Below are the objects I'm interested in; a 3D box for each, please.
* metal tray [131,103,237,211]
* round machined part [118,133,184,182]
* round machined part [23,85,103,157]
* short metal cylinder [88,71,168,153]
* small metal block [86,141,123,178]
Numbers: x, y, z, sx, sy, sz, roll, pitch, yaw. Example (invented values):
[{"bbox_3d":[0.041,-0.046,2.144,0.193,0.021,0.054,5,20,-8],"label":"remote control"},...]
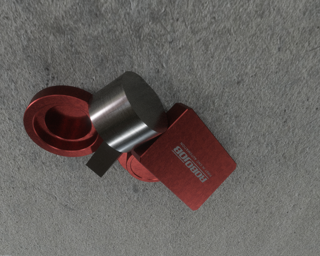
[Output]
[{"bbox_3d":[0.036,0.041,0.412,0.090,0.030,0.130,-46,122,-5],"label":"metal tray"},{"bbox_3d":[-0.011,0.038,0.430,0.099,0.042,0.097,-1,130,0],"label":"round machined part"},{"bbox_3d":[-0.112,-0.012,0.385,0.099,0.042,0.097,-1,130,0],"label":"round machined part"},{"bbox_3d":[-0.035,-0.018,0.358,0.050,0.080,0.080,-31,124,23],"label":"short metal cylinder"},{"bbox_3d":[-0.060,0.028,0.391,0.025,0.050,0.050,41,122,-1],"label":"small metal block"}]
